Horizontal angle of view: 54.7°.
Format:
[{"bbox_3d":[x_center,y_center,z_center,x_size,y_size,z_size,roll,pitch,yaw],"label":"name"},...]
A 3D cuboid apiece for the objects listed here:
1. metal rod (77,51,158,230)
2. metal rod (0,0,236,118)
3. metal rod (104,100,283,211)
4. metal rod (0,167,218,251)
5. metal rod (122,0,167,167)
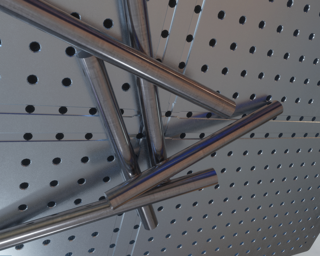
[{"bbox_3d":[-0.045,0.038,0.411,0.025,0.025,0.298,-25,128,-14],"label":"metal rod"},{"bbox_3d":[-0.038,-0.073,0.318,0.302,0.025,0.025,22,107,-28],"label":"metal rod"},{"bbox_3d":[0.062,0.029,0.441,0.302,0.025,0.025,-26,128,-22],"label":"metal rod"},{"bbox_3d":[-0.065,0.106,0.416,0.302,0.025,0.025,-15,125,-11],"label":"metal rod"},{"bbox_3d":[-0.012,-0.029,0.388,0.025,0.025,0.298,-20,127,-17],"label":"metal rod"}]
